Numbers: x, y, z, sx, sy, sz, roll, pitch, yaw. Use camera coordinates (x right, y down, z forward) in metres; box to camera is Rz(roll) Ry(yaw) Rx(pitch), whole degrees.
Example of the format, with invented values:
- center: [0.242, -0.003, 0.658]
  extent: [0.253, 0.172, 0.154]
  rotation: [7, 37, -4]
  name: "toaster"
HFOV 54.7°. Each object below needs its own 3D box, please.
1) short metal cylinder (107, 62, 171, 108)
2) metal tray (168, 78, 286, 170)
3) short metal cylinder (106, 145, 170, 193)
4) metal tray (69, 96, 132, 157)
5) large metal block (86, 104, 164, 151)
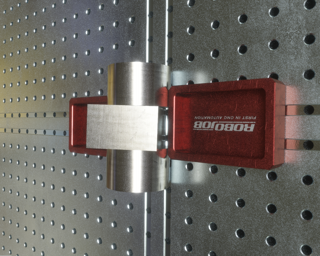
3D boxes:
- center: [-0.026, -0.052, 0.395]
  extent: [0.080, 0.081, 0.050]
  rotation: [2, 91, 40]
  name: "short metal cylinder"
- center: [0.069, -0.005, 0.349]
  extent: [0.130, 0.030, 0.089]
  rotation: [1, 91, 40]
  name: "metal tray"
- center: [-0.028, 0.049, 0.396]
  extent: [0.080, 0.081, 0.050]
  rotation: [3, 92, 40]
  name: "short metal cylinder"
- center: [-0.091, -0.003, 0.481]
  extent: [0.130, 0.030, 0.089]
  rotation: [2, 91, 40]
  name: "metal tray"
- center: [-0.039, -0.001, 0.387]
  extent: [0.080, 0.080, 0.050]
  rotation: [2, 91, 6]
  name: "large metal block"
